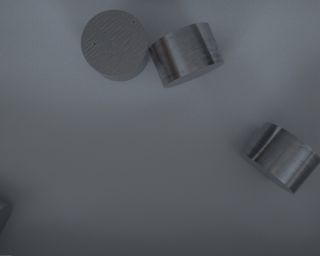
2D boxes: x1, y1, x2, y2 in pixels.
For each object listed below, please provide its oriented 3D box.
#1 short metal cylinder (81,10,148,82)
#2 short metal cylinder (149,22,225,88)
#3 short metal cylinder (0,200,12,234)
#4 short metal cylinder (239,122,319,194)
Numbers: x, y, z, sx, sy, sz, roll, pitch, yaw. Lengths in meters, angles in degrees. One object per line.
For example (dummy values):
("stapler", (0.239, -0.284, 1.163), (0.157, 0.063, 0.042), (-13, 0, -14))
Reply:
("short metal cylinder", (-0.055, -0.103, 0.398), (0.081, 0.050, 0.080), (0, 90, 0))
("short metal cylinder", (0.033, -0.088, 0.384), (0.080, 0.080, 0.050), (-22, 90, 0))
("short metal cylinder", (-0.232, 0.120, 0.382), (0.050, 0.080, 0.080), (28, 90, 0))
("short metal cylinder", (0.147, 0.037, 0.385), (0.080, 0.080, 0.050), (39, 90, 0))
